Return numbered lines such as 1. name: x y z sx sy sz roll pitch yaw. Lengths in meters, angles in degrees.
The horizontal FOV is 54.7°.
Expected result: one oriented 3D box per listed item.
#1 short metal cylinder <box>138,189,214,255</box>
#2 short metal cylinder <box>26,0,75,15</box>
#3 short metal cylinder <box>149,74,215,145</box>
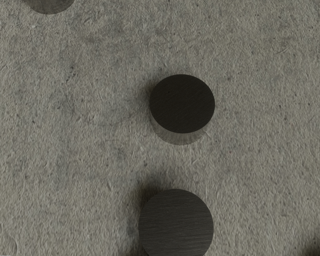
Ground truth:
1. short metal cylinder: 0.017 0.113 0.353 0.081 0.050 0.080 0 70 0
2. short metal cylinder: -0.175 -0.223 0.475 0.081 0.050 0.080 0 70 0
3. short metal cylinder: 0.027 -0.023 0.403 0.081 0.050 0.080 0 70 0
